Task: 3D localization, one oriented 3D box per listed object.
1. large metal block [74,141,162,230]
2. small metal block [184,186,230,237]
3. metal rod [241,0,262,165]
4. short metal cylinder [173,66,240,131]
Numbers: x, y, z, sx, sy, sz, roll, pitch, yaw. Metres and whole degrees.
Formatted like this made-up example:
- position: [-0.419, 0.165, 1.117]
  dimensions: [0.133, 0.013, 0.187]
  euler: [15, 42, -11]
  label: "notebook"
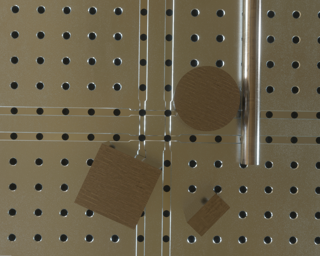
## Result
- position: [-0.051, 0.071, 0.400]
  dimensions: [0.080, 0.050, 0.080]
  euler: [25, 90, -1]
  label: "large metal block"
- position: [0.059, 0.106, 0.402]
  dimensions: [0.025, 0.050, 0.050]
  euler: [45, 90, -1]
  label: "small metal block"
- position: [0.123, -0.101, 0.414]
  dimensions: [0.025, 0.025, 0.298]
  euler: [1, 90, -1]
  label: "metal rod"
- position: [0.057, -0.036, 0.402]
  dimensions: [0.081, 0.050, 0.079]
  euler: [0, 90, -1]
  label: "short metal cylinder"
